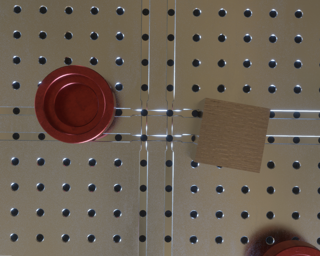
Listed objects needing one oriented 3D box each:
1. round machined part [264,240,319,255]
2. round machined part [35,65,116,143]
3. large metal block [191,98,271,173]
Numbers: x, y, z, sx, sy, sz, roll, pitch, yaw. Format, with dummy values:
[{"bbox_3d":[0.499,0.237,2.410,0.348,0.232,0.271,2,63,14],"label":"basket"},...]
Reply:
[{"bbox_3d":[0.175,0.195,0.406,0.099,0.042,0.097,0,90,0],"label":"round machined part"},{"bbox_3d":[-0.106,-0.030,0.404,0.099,0.042,0.097,0,90,0],"label":"round machined part"},{"bbox_3d":[0.088,0.009,0.401,0.080,0.050,0.080,10,90,0],"label":"large metal block"}]
